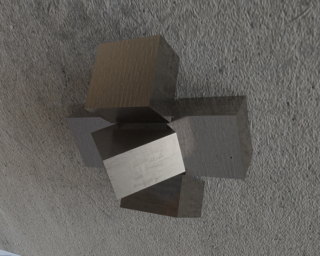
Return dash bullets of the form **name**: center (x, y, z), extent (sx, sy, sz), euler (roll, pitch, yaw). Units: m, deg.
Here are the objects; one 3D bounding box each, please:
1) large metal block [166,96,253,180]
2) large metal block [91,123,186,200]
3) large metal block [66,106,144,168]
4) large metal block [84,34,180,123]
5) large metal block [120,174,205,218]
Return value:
- **large metal block**: center (0.059, 0.010, 0.363), extent (0.080, 0.050, 0.080), euler (0, 119, 28)
- **large metal block**: center (-0.028, 0.027, 0.360), extent (0.080, 0.081, 0.050), euler (-137, 29, -61)
- **large metal block**: center (-0.072, 0.009, 0.434), extent (0.080, 0.050, 0.080), euler (0, 118, 28)
- **large metal block**: center (-0.029, -0.051, 0.348), extent (0.080, 0.080, 0.050), euler (0, 162, 28)
- **large metal block**: center (0.006, 0.088, 0.415), extent (0.080, 0.080, 0.050), euler (2, 76, 28)
